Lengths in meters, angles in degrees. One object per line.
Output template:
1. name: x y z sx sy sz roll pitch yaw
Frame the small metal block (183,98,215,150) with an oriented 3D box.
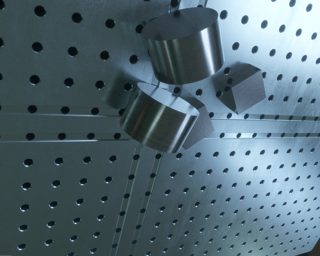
1. small metal block: 0.043 -0.006 0.431 0.050 0.025 0.050 -33 129 -7

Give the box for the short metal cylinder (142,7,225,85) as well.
1. short metal cylinder: 0.026 -0.090 0.334 0.080 0.080 0.050 -27 128 -12

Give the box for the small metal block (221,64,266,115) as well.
1. small metal block: 0.120 -0.055 0.443 0.050 0.025 0.050 -32 129 -8

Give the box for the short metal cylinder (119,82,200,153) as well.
1. short metal cylinder: -0.001 -0.013 0.367 0.081 0.080 0.050 15 110 -35
